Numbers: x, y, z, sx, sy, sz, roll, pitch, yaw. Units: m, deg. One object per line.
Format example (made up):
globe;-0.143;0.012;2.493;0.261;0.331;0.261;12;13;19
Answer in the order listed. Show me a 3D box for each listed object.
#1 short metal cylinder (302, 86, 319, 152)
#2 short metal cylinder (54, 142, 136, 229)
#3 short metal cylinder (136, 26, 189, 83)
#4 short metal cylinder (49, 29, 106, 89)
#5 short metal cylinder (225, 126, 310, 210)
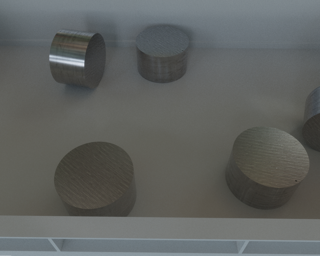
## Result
short metal cylinder;0.220;-0.011;0.380;0.080;0.080;0.050;16;52;13
short metal cylinder;-0.067;0.062;0.336;0.080;0.050;0.080;0;50;0
short metal cylinder;0.004;-0.116;0.486;0.080;0.050;0.080;0;50;0
short metal cylinder;-0.118;-0.101;0.453;0.050;0.080;0.080;10;51;8
short metal cylinder;0.119;0.045;0.352;0.080;0.050;0.080;0;50;0
